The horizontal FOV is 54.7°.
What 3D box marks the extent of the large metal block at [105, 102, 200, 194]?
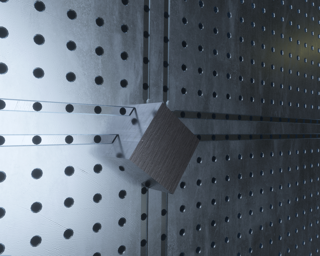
[{"bbox_3d":[-0.007,0.025,0.389,0.080,0.050,0.080,44,64,-32],"label":"large metal block"}]
